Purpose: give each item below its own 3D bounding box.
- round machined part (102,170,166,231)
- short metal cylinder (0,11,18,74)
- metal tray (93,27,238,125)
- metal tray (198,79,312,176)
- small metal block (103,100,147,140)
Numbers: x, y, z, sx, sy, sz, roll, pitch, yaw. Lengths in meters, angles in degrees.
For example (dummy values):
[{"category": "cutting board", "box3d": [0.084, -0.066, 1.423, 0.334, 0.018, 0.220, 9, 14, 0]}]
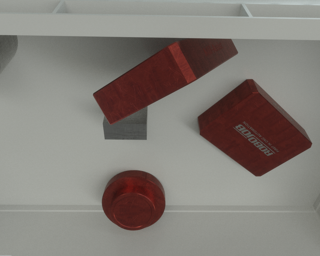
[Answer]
[{"category": "round machined part", "box3d": [-0.041, 0.118, 0.479, 0.099, 0.042, 0.097, 0, 111, -1]}, {"category": "short metal cylinder", "box3d": [-0.196, -0.086, 0.316, 0.081, 0.050, 0.079, 0, 130, 0]}, {"category": "metal tray", "box3d": [0.011, -0.052, 0.287, 0.090, 0.131, 0.030, -25, 98, 34]}, {"category": "metal tray", "box3d": [0.126, 0.006, 0.413, 0.130, 0.030, 0.090, 35, 122, -27]}, {"category": "small metal block", "box3d": [-0.041, -0.012, 0.382, 0.050, 0.050, 0.025, 1, 130, -1]}]
